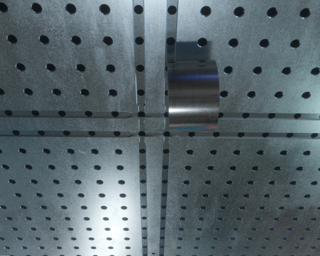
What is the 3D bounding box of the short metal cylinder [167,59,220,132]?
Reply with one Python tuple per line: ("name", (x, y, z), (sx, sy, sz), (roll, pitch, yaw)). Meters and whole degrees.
("short metal cylinder", (0.034, -0.036, 0.346), (0.050, 0.080, 0.079), (-1, 130, 1))
